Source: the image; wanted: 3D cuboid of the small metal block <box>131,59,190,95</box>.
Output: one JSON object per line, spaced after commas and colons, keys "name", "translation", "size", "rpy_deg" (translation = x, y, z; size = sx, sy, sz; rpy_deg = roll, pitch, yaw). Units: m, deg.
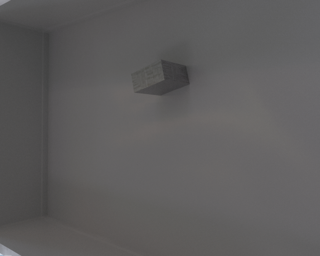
{"name": "small metal block", "translation": [0.001, -0.062, 0.391], "size": [0.050, 0.050, 0.025], "rpy_deg": [-17, 80, 39]}
